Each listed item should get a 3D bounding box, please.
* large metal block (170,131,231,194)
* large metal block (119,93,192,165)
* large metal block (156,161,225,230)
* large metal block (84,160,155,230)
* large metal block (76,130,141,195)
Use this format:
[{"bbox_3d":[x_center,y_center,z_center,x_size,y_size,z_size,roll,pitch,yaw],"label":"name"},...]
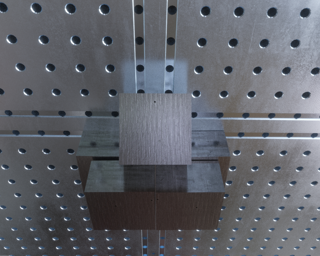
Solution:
[{"bbox_3d":[0.050,0.051,0.439,0.081,0.050,0.079,-1,130,0],"label":"large metal block"},{"bbox_3d":[-0.005,0.002,0.370,0.081,0.050,0.080,0,88,-1],"label":"large metal block"},{"bbox_3d":[0.035,0.089,0.403,0.081,0.050,0.079,0,130,-1],"label":"large metal block"},{"bbox_3d":[-0.047,0.087,0.400,0.081,0.050,0.079,0,130,-1],"label":"large metal block"},{"bbox_3d":[-0.068,0.050,0.438,0.081,0.050,0.079,1,130,-2],"label":"large metal block"}]
